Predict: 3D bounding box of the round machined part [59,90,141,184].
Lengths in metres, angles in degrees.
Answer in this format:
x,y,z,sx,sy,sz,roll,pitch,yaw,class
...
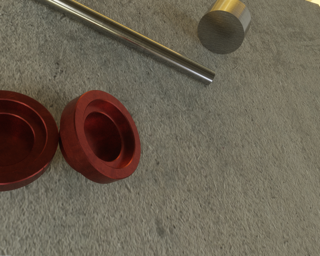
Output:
x,y,z,sx,sy,sz,roll,pitch,yaw,class
-0.068,0.012,0.332,0.098,0.042,0.098,38,40,-42,round machined part

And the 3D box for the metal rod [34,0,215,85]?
x,y,z,sx,sy,sz,roll,pitch,yaw,class
-0.053,-0.138,0.459,0.302,0.025,0.025,23,53,-14,metal rod

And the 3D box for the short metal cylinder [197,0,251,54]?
x,y,z,sx,sy,sz,roll,pitch,yaw,class
0.111,-0.176,0.536,0.080,0.080,0.050,35,51,-5,short metal cylinder

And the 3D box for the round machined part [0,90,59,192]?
x,y,z,sx,sy,sz,roll,pitch,yaw,class
-0.153,0.015,0.301,0.099,0.042,0.098,14,56,-21,round machined part
